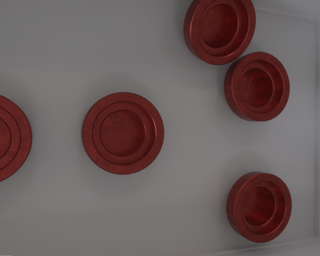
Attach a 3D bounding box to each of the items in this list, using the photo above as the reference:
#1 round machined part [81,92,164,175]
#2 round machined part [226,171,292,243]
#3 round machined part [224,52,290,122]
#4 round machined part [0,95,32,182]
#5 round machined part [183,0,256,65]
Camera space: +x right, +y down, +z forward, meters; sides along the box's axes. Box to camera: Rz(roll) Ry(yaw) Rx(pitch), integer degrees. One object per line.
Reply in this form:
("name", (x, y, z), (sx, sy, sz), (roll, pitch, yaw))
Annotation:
("round machined part", (-0.048, 0.006, 0.384), (0.099, 0.042, 0.097), (0, 90, -20))
("round machined part", (0.139, 0.112, 0.453), (0.099, 0.042, 0.097), (0, 90, -20))
("round machined part", (0.135, -0.058, 0.451), (0.099, 0.042, 0.097), (0, 90, -20))
("round machined part", (-0.190, 0.011, 0.332), (0.099, 0.042, 0.097), (0, 90, -20))
("round machined part", (0.075, -0.138, 0.416), (0.099, 0.042, 0.097), (-11, 119, -20))
